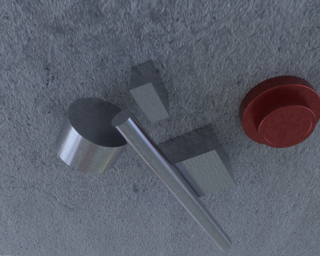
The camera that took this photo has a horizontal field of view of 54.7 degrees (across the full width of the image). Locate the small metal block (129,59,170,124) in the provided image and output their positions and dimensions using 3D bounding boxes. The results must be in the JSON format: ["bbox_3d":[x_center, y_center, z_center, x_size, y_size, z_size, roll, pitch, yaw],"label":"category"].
[{"bbox_3d":[-0.011,-0.042,0.355,0.025,0.050,0.050,-19,128,15],"label":"small metal block"}]

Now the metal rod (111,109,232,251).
[{"bbox_3d":[0.032,0.088,0.416,0.025,0.025,0.300,-23,127,18],"label":"metal rod"}]

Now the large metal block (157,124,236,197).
[{"bbox_3d":[0.051,0.051,0.436,0.080,0.050,0.080,-22,127,17],"label":"large metal block"}]

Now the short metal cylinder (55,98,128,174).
[{"bbox_3d":[-0.080,0.009,0.377,0.080,0.080,0.050,22,127,-18],"label":"short metal cylinder"}]

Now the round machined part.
[{"bbox_3d":[0.153,-0.013,0.388,0.099,0.042,0.097,-1,130,0],"label":"round machined part"}]
